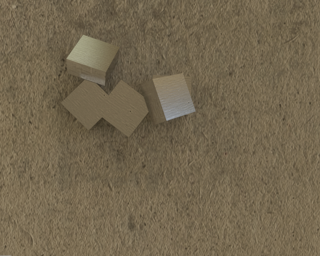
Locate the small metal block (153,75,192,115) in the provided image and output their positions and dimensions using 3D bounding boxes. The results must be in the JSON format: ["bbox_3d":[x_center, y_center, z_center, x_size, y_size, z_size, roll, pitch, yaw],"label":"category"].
[{"bbox_3d":[0.015,-0.043,0.411,0.050,0.025,0.050,2,90,-1],"label":"small metal block"}]

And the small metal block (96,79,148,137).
[{"bbox_3d":[-0.042,-0.024,0.384,0.050,0.025,0.050,38,90,-1],"label":"small metal block"}]

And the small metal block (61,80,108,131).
[{"bbox_3d":[-0.092,-0.032,0.409,0.050,0.025,0.050,-45,91,0],"label":"small metal block"}]

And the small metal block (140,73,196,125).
[{"bbox_3d":[0.010,-0.035,0.374,0.050,0.025,0.050,-19,90,-40],"label":"small metal block"}]

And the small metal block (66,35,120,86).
[{"bbox_3d":[-0.085,-0.088,0.398,0.050,0.025,0.050,19,53,-1],"label":"small metal block"}]
